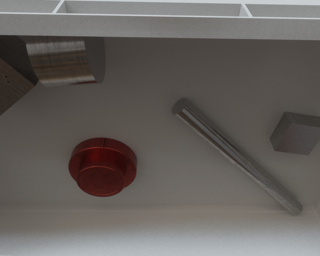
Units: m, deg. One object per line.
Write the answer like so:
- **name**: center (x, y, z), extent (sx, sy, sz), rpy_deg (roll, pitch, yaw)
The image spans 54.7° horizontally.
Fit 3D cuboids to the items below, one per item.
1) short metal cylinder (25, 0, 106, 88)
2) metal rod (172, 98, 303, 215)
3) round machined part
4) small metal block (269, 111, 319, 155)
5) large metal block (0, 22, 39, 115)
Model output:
- **short metal cylinder**: center (-0.088, -0.081, 0.303), extent (0.050, 0.080, 0.080), rpy_deg (-4, 130, 3)
- **metal rod**: center (0.128, 0.055, 0.457), extent (0.025, 0.025, 0.301), rpy_deg (-36, 122, 26)
- **round machined part**: center (-0.083, 0.063, 0.451), extent (0.099, 0.042, 0.097), rpy_deg (-1, 130, 0)
- **small metal block**: center (0.185, 0.008, 0.419), extent (0.050, 0.025, 0.050), rpy_deg (8, 130, -7)
- **large metal block**: center (-0.186, -0.064, 0.335), extent (0.080, 0.050, 0.080), rpy_deg (-32, 124, 24)
